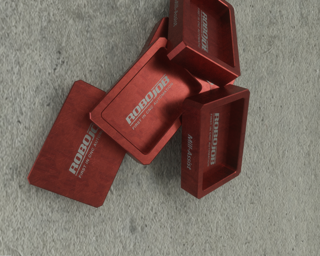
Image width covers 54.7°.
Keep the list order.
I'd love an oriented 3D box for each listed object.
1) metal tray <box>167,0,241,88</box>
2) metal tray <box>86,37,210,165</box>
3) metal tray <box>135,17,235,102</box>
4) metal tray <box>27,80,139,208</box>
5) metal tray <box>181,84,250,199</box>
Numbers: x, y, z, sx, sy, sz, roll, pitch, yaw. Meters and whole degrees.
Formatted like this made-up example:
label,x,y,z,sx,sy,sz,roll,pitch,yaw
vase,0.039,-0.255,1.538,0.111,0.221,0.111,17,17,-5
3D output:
label,x,y,z,sx,sy,sz,roll,pitch,yaw
metal tray,0.056,-0.125,0.393,0.091,0.030,0.130,22,55,-29
metal tray,-0.011,-0.032,0.372,0.090,0.030,0.130,43,76,-15
metal tray,0.036,-0.076,0.422,0.131,0.030,0.090,28,81,-18
metal tray,-0.088,0.019,0.375,0.090,0.030,0.130,26,81,-19
metal tray,0.070,0.017,0.398,0.091,0.030,0.129,-21,122,-35
